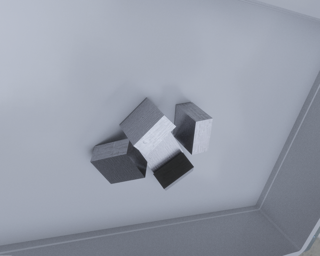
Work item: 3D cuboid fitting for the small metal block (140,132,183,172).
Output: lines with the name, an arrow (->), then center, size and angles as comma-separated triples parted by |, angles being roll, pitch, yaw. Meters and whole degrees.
small metal block -> -0.004, 0.026, 0.421 | 0.050, 0.025, 0.050 | -36, 130, -4

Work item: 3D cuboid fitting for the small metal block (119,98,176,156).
small metal block -> -0.016, -0.002, 0.381 | 0.050, 0.050, 0.025 | -45, 129, 3

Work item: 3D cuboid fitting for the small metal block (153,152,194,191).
small metal block -> 0.020, 0.063, 0.442 | 0.050, 0.025, 0.050 | -36, 166, -5

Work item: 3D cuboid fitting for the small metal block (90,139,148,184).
small metal block -> -0.051, 0.043, 0.392 | 0.050, 0.025, 0.050 | -14, 133, 20

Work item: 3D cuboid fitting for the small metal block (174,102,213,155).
small metal block -> 0.043, 0.000, 0.415 | 0.025, 0.050, 0.050 | -12, 123, -24
